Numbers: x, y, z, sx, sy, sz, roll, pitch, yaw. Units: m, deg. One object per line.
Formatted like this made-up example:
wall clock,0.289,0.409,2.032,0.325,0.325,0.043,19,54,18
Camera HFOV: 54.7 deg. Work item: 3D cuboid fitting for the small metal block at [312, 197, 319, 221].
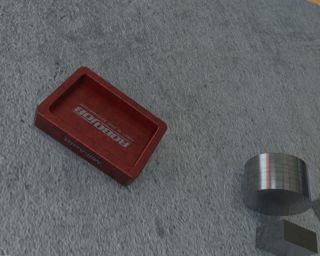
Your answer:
small metal block,0.263,0.125,0.469,0.050,0.025,0.050,-12,68,-33

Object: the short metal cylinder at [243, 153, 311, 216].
short metal cylinder,0.151,0.075,0.404,0.080,0.080,0.050,24,53,-14

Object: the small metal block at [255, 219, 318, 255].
small metal block,0.156,0.140,0.386,0.050,0.050,0.025,25,53,-13

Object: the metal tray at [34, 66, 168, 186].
metal tray,-0.066,-0.004,0.367,0.130,0.030,0.090,36,51,-5
